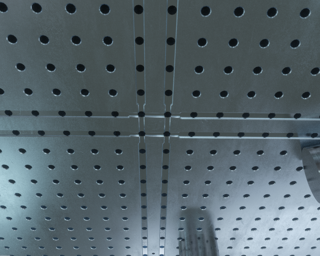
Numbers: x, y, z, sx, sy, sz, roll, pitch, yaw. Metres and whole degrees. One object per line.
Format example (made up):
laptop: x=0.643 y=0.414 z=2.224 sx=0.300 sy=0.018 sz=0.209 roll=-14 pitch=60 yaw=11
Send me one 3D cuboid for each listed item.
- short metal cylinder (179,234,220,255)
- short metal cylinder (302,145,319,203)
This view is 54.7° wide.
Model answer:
short metal cylinder: x=0.078 y=0.255 z=0.614 sx=0.081 sy=0.050 sz=0.079 roll=0 pitch=130 yaw=0
short metal cylinder: x=0.238 y=0.061 z=0.431 sx=0.050 sy=0.080 sz=0.080 roll=-13 pitch=129 yaw=11
